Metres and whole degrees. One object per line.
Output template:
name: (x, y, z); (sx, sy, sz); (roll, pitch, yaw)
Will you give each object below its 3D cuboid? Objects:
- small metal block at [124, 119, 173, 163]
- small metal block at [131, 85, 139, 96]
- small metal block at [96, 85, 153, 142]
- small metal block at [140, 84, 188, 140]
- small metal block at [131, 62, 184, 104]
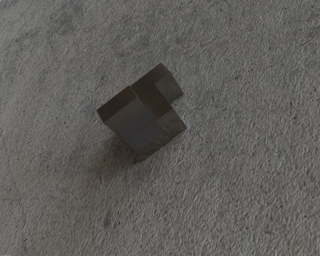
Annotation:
small metal block: (-0.020, 0.009, 0.409); (0.050, 0.025, 0.050); (-36, 51, 3)
small metal block: (-0.042, -0.022, 0.423); (0.050, 0.050, 0.025); (-37, 51, 3)
small metal block: (-0.042, -0.017, 0.388); (0.050, 0.050, 0.025); (-37, 51, 3)
small metal block: (0.005, -0.020, 0.398); (0.025, 0.050, 0.050); (-37, 51, 3)
small metal block: (-0.002, -0.052, 0.421); (0.050, 0.050, 0.025); (-37, 51, 3)
